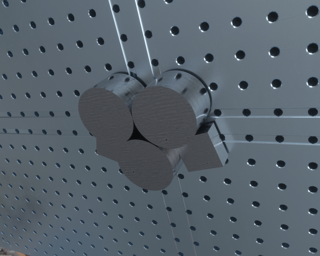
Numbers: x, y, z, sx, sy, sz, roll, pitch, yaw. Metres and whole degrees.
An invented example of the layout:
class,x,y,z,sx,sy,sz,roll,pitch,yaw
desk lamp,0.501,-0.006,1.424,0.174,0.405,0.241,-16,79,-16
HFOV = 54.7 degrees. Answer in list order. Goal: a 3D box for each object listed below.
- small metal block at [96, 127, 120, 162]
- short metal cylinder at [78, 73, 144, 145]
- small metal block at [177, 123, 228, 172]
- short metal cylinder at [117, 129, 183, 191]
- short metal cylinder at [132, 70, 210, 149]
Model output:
class,x,y,z,sx,sy,sz,roll,pitch,yaw
small metal block,-0.065,0.020,0.453,0.050,0.025,0.050,19,126,17
short metal cylinder,-0.058,-0.025,0.405,0.080,0.050,0.079,13,124,21
small metal block,0.052,0.026,0.395,0.050,0.025,0.050,-15,111,34
short metal cylinder,-0.010,0.037,0.419,0.080,0.050,0.079,13,124,21
short metal cylinder,0.014,-0.022,0.369,0.080,0.050,0.079,13,124,21
